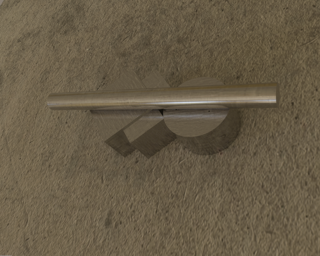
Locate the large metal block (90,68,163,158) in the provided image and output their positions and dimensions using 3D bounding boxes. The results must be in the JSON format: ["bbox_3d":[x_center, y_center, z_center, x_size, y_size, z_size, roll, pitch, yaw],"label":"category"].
[{"bbox_3d":[-0.043,-0.021,0.423,0.080,0.050,0.080,-36,51,4],"label":"large metal block"}]

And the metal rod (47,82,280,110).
[{"bbox_3d":[-0.019,-0.035,0.370,0.300,0.025,0.025,1,62,28],"label":"metal rod"}]

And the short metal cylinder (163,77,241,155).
[{"bbox_3d":[0.051,-0.014,0.370,0.080,0.050,0.080,-13,56,21],"label":"short metal cylinder"}]

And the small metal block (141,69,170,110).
[{"bbox_3d":[0.007,-0.042,0.412,0.025,0.050,0.050,-37,52,4],"label":"small metal block"}]

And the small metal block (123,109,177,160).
[{"bbox_3d":[-0.010,0.007,0.392,0.050,0.050,0.025,-36,52,4],"label":"small metal block"}]
